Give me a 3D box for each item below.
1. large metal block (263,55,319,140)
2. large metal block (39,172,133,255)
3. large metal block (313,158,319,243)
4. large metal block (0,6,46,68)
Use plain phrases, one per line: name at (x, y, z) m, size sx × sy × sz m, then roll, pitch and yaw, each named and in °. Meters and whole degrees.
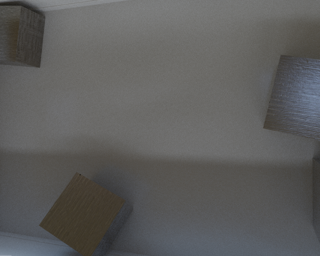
large metal block at (0.164, -0.030, 0.339) m, size 0.080 × 0.050 × 0.080 m, roll 14°, pitch 95°, yaw 19°
large metal block at (-0.095, 0.118, 0.414) m, size 0.080 × 0.050 × 0.080 m, roll 25°, pitch 70°, yaw 18°
large metal block at (0.188, 0.075, 0.315) m, size 0.050 × 0.080 × 0.080 m, roll 0°, pitch 90°, yaw 20°
large metal block at (-0.231, -0.140, 0.479) m, size 0.080 × 0.050 × 0.079 m, roll 8°, pitch 93°, yaw 19°
